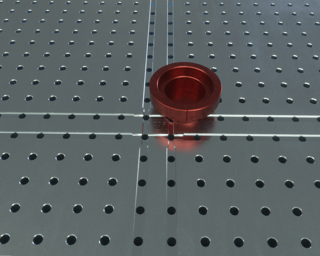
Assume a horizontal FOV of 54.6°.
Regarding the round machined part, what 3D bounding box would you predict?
[{"bbox_3d":[0.035,-0.046,0.435,0.099,0.042,0.098,0,50,0],"label":"round machined part"}]
